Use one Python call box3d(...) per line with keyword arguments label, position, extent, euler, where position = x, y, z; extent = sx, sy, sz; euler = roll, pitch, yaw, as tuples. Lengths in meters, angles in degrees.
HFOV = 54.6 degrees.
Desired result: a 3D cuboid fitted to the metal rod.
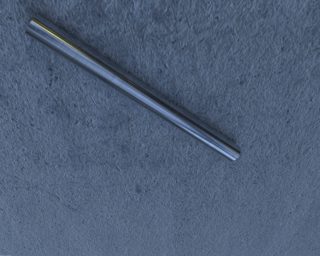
box3d(label="metal rod", position=(-0.013, -0.035, 0.376), extent=(0.301, 0.025, 0.025), euler=(31, 124, -24))
